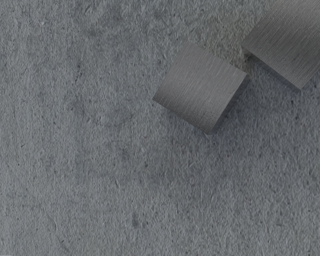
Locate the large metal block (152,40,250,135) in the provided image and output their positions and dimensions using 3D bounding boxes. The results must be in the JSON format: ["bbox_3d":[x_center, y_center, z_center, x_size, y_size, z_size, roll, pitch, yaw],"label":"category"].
[{"bbox_3d":[0.051,-0.047,0.378,0.080,0.050,0.080,34,101,16],"label":"large metal block"}]

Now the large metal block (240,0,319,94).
[{"bbox_3d":[0.149,-0.095,0.343,0.080,0.050,0.080,43,103,15],"label":"large metal block"}]
